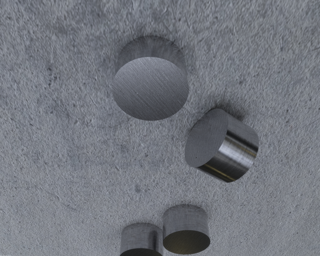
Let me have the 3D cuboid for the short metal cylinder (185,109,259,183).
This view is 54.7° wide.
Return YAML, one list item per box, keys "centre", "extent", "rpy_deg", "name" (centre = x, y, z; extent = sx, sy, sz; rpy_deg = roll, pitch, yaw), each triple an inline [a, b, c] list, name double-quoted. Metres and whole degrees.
- centre: [0.076, 0.022, 0.391]
  extent: [0.050, 0.080, 0.080]
  rpy_deg: [29, 124, -22]
  name: "short metal cylinder"

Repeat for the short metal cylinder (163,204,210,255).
- centre: [0.045, 0.178, 0.543]
  extent: [0.081, 0.050, 0.079]
  rpy_deg: [0, 130, 0]
  name: "short metal cylinder"

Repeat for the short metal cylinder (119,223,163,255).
- centre: [-0.034, 0.221, 0.579]
  extent: [0.081, 0.050, 0.079]
  rpy_deg: [0, 130, 0]
  name: "short metal cylinder"

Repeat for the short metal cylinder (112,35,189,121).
- centre: [-0.010, -0.055, 0.344]
  extent: [0.081, 0.050, 0.079]
  rpy_deg: [0, 130, 0]
  name: "short metal cylinder"
